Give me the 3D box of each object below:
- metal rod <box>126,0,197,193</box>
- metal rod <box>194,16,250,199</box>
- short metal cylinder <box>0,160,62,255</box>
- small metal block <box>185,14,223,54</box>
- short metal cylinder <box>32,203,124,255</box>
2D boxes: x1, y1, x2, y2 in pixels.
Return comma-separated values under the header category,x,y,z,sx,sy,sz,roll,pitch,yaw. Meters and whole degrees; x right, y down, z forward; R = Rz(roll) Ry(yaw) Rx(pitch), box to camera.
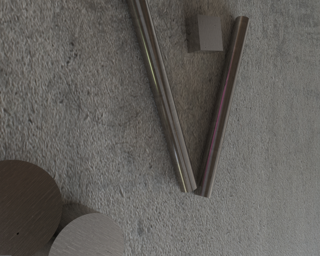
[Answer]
category,x,y,z,sx,sy,sz,roll,pitch,yaw
metal rod,0.001,-0.054,0.405,0.025,0.025,0.298,-26,107,-37
metal rod,0.101,-0.040,0.488,0.025,0.025,0.299,25,74,-37
short metal cylinder,-0.129,0.069,0.266,0.081,0.050,0.080,5,77,-24
small metal block,0.066,-0.138,0.460,0.050,0.025,0.050,-10,97,-40
short metal cylinder,-0.085,0.122,0.318,0.081,0.050,0.079,0,91,-40
